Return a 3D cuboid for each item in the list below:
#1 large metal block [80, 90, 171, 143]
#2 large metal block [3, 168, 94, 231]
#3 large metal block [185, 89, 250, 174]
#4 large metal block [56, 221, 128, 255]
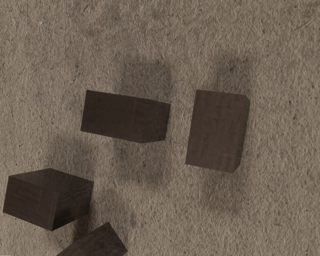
[{"bbox_3d":[-0.040,-0.014,0.393,0.080,0.080,0.050,10,94,19],"label":"large metal block"},{"bbox_3d":[-0.152,0.095,0.432,0.080,0.080,0.050,13,95,19],"label":"large metal block"},{"bbox_3d":[0.069,0.002,0.355,0.050,0.080,0.079,9,93,19],"label":"large metal block"},{"bbox_3d":[-0.103,0.179,0.415,0.080,0.080,0.050,-39,78,15],"label":"large metal block"}]
